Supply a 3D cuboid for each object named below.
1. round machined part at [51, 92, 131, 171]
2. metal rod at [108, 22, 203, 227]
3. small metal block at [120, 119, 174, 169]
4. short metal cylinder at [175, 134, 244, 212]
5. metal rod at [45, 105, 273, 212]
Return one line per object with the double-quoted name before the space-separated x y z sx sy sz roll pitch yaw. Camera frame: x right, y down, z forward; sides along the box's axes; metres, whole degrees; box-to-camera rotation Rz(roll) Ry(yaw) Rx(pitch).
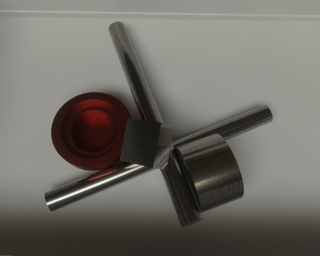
"round machined part" -0.083 0.007 0.396 0.099 0.042 0.098 0 70 -1
"metal rod" -0.015 -0.024 0.398 0.025 0.025 0.299 -18 64 -7
"small metal block" -0.015 0.018 0.358 0.050 0.025 0.050 8 85 37
"short metal cylinder" 0.055 0.052 0.361 0.050 0.080 0.080 -19 71 -7
"metal rod" 0.005 0.035 0.395 0.302 0.025 0.025 -21 72 -8
